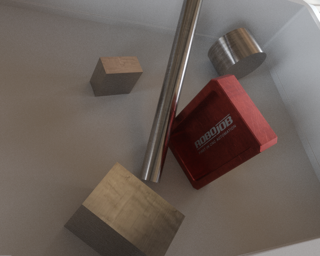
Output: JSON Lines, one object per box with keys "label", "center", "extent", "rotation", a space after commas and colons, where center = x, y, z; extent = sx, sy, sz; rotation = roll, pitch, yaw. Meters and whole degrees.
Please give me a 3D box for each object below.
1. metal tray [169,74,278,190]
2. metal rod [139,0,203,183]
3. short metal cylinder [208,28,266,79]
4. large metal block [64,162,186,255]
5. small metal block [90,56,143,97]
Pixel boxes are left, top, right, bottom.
{"label": "metal tray", "center": [0.062, 0.010, 0.367], "extent": [0.030, 0.129, 0.090], "rotation": [-21, 73, -36]}
{"label": "metal rod", "center": [0.022, -0.080, 0.393], "extent": [0.025, 0.025, 0.299], "rotation": [18, 79, -19]}
{"label": "short metal cylinder", "center": [0.127, -0.119, 0.514], "extent": [0.081, 0.080, 0.050], "rotation": [-13, 69, -34]}
{"label": "large metal block", "center": [-0.037, 0.090, 0.297], "extent": [0.080, 0.080, 0.050], "rotation": [39, 51, -2]}
{"label": "small metal block", "center": [-0.057, -0.066, 0.401], "extent": [0.050, 0.050, 0.025], "rotation": [-10, 67, -33]}
